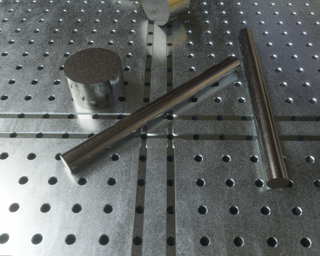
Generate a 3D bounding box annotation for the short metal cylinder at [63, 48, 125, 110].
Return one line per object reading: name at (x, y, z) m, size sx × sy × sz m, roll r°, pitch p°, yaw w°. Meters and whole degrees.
short metal cylinder at (-0.094, -0.072, 0.451) m, size 0.081 × 0.050 × 0.080 m, roll 0°, pitch 50°, yaw 0°

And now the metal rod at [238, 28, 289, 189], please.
metal rod at (0.143, -0.051, 0.451) m, size 0.025 × 0.025 × 0.300 m, roll 2°, pitch 50°, yaw 2°

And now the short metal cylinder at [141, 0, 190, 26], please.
short metal cylinder at (0.009, -0.237, 0.571) m, size 0.050 × 0.080 × 0.080 m, roll -34°, pitch 58°, yaw -25°

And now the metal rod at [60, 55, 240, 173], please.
metal rod at (0.003, -0.031, 0.432) m, size 0.302 × 0.025 × 0.025 m, roll -33°, pitch 57°, yaw -25°
